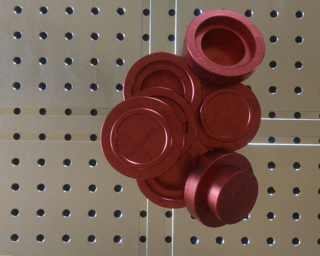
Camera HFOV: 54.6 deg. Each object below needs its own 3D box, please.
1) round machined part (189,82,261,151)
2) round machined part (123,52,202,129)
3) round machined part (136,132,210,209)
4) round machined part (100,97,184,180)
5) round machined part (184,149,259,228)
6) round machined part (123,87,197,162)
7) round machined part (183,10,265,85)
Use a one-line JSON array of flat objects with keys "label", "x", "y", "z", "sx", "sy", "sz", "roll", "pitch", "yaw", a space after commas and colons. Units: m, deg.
[{"label": "round machined part", "x": 0.084, "y": -0.016, "z": 0.405, "sx": 0.099, "sy": 0.042, "sz": 0.097, "roll": 0, "pitch": 90, "yaw": 0}, {"label": "round machined part", "x": 0.003, "y": -0.046, "z": 0.405, "sx": 0.099, "sy": 0.042, "sz": 0.097, "roll": 0, "pitch": 90, "yaw": 0}, {"label": "round machined part", "x": 0.018, "y": 0.051, "z": 0.405, "sx": 0.099, "sy": 0.042, "sz": 0.097, "roll": 0, "pitch": 90, "yaw": 0}, {"label": "round machined part", "x": -0.021, "y": 0.012, "z": 0.362, "sx": 0.099, "sy": 0.042, "sz": 0.097, "roll": 0, "pitch": 90, "yaw": 0}, {"label": "round machined part", "x": 0.082, "y": 0.078, "z": 0.381, "sx": 0.099, "sy": 0.042, "sz": 0.097, "roll": -9, "pitch": 108, "yaw": -31}, {"label": "round machined part", "x": -0.004, "y": -0.002, "z": 0.404, "sx": 0.099, "sy": 0.042, "sz": 0.097, "roll": 0, "pitch": 90, "yaw": 0}, {"label": "round machined part", "x": 0.078, "y": -0.097, "z": 0.394, "sx": 0.099, "sy": 0.042, "sz": 0.098, "roll": 2, "pitch": 69, "yaw": -6}]
